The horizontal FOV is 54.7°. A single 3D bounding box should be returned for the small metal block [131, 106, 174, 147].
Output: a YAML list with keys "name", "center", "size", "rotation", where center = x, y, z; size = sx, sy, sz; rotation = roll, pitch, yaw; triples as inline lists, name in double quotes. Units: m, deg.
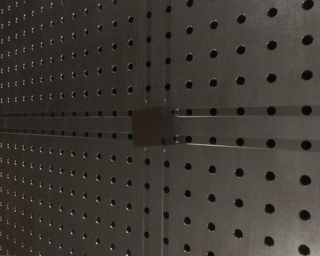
- name: "small metal block"
  center: [-0.010, -0.001, 0.416]
  size: [0.050, 0.025, 0.050]
  rotation: [-6, 86, 39]
